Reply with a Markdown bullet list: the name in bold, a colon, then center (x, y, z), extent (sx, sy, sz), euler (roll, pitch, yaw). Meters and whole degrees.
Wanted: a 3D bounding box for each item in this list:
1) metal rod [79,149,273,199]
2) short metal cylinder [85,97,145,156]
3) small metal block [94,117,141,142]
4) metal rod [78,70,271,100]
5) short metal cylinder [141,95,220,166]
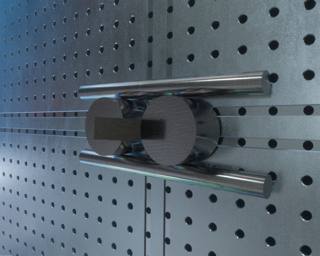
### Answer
- **metal rod**: center (-0.006, 0.053, 0.410), extent (0.300, 0.025, 0.025), euler (3, 92, 39)
- **short metal cylinder**: center (-0.060, -0.002, 0.439), extent (0.080, 0.050, 0.079), euler (0, 90, 40)
- **small metal block**: center (-0.049, 0.001, 0.368), extent (0.050, 0.050, 0.025), euler (3, 92, -3)
- **metal rod**: center (-0.007, -0.052, 0.411), extent (0.300, 0.025, 0.025), euler (3, 92, 39)
- **short metal cylinder**: center (0.023, 0.003, 0.369), extent (0.080, 0.050, 0.079), euler (0, 90, 40)
